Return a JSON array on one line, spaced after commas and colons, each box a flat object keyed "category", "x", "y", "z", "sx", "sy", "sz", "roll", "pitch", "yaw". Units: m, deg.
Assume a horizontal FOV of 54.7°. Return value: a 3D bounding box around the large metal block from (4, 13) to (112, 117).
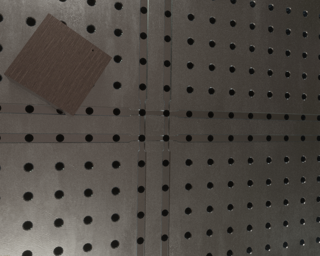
[{"category": "large metal block", "x": -0.115, "y": -0.068, "z": 0.357, "sx": 0.080, "sy": 0.050, "sz": 0.080, "roll": 34, "pitch": 79, "yaw": -17}]
